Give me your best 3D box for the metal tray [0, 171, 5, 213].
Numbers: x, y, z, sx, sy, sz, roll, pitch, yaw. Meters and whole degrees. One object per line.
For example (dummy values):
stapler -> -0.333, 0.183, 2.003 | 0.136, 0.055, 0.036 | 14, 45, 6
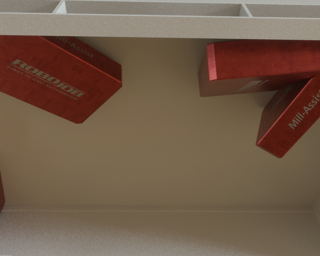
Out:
metal tray -> -0.264, 0.105, 0.451 | 0.030, 0.090, 0.129 | 9, 130, -8

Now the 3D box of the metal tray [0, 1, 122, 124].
metal tray -> -0.117, -0.060, 0.331 | 0.131, 0.030, 0.090 | 27, 131, -35

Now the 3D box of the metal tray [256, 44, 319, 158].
metal tray -> 0.156, -0.039, 0.332 | 0.030, 0.090, 0.129 | 31, 127, 4

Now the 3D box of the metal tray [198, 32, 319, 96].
metal tray -> 0.087, -0.055, 0.302 | 0.091, 0.130, 0.030 | -5, 90, 3
